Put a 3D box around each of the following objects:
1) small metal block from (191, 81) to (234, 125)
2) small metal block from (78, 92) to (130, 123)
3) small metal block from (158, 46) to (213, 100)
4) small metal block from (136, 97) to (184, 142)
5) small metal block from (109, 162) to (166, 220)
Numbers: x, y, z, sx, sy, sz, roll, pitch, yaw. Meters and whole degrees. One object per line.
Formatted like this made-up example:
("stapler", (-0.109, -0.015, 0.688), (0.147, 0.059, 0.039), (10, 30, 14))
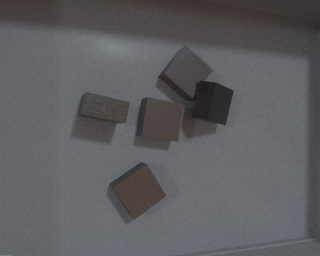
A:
("small metal block", (0.073, -0.033, 0.423), (0.050, 0.025, 0.050), (11, 93, -50))
("small metal block", (-0.069, -0.023, 0.372), (0.050, 0.050, 0.025), (12, 86, -20))
("small metal block", (0.035, -0.074, 0.423), (0.050, 0.025, 0.050), (40, 77, -16))
("small metal block", (0.000, -0.011, 0.410), (0.050, 0.025, 0.050), (10, 87, -20))
("small metal block", (-0.028, 0.080, 0.400), (0.050, 0.025, 0.050), (-34, 101, -17))
